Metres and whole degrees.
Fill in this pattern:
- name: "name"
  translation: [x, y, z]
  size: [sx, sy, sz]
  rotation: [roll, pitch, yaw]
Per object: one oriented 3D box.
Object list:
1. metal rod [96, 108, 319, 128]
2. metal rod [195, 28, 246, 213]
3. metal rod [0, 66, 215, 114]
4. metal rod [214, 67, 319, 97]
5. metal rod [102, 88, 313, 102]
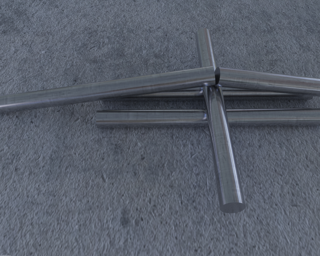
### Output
- name: "metal rod"
  translation: [0.068, -0.013, 0.416]
  size: [0.302, 0.025, 0.025]
  rotation: [-1, 50, -1]
- name: "metal rod"
  translation: [0.071, -0.036, 0.403]
  size: [0.025, 0.025, 0.300]
  rotation: [0, 50, -1]
- name: "metal rod"
  translation: [-0.080, -0.049, 0.412]
  size: [0.302, 0.025, 0.025]
  rotation: [-7, 50, 6]
- name: "metal rod"
  translation: [0.221, -0.055, 0.421]
  size: [0.302, 0.025, 0.025]
  rotation: [4, 50, -10]
- name: "metal rod"
  translation: [0.068, -0.052, 0.448]
  size: [0.302, 0.025, 0.025]
  rotation: [-1, 50, -1]
